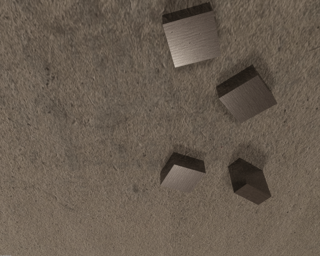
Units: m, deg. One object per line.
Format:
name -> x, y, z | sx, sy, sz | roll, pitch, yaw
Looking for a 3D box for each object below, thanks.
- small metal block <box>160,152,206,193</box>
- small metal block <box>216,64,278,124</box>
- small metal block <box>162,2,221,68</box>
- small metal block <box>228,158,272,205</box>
small metal block -> 0.033, 0.068, 0.466 | 0.050, 0.025, 0.050 | 18, 128, -15
small metal block -> 0.104, -0.040, 0.375 | 0.050, 0.025, 0.050 | -32, 124, 24
small metal block -> 0.034, -0.097, 0.325 | 0.050, 0.025, 0.050 | -13, 129, 10
small metal block -> 0.132, 0.079, 0.460 | 0.050, 0.050, 0.025 | 29, 124, -23
